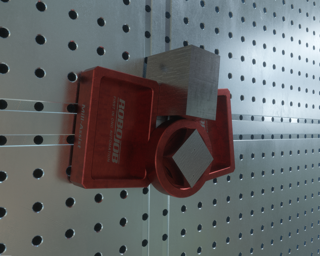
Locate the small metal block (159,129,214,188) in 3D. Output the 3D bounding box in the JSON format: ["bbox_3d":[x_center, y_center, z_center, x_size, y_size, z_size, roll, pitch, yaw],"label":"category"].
[{"bbox_3d":[0.033,0.036,0.377,0.050,0.025,0.050,-47,118,-30],"label":"small metal block"}]

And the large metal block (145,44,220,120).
[{"bbox_3d":[0.025,-0.052,0.390,0.050,0.080,0.080,8,85,-40],"label":"large metal block"}]

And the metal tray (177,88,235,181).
[{"bbox_3d":[0.068,0.009,0.458,0.091,0.030,0.129,-9,96,-40],"label":"metal tray"}]

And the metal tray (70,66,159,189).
[{"bbox_3d":[-0.049,0.003,0.359,0.091,0.030,0.129,8,85,-40],"label":"metal tray"}]

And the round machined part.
[{"bbox_3d":[0.019,0.037,0.397,0.099,0.042,0.097,0,90,-40],"label":"round machined part"}]
